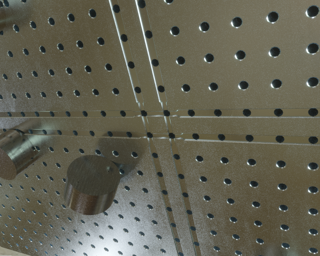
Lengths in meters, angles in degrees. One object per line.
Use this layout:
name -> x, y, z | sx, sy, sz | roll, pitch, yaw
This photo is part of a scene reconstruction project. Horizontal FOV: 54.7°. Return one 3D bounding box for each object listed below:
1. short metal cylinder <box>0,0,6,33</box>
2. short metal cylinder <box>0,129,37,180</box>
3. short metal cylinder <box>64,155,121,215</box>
short metal cylinder -> -0.268, -0.165, 0.434 | 0.080, 0.050, 0.079 | 13, 124, 21
short metal cylinder -> -0.277, 0.049, 0.572 | 0.080, 0.050, 0.079 | 13, 124, 21
short metal cylinder -> -0.107, 0.089, 0.487 | 0.080, 0.080, 0.050 | 29, 128, 10
